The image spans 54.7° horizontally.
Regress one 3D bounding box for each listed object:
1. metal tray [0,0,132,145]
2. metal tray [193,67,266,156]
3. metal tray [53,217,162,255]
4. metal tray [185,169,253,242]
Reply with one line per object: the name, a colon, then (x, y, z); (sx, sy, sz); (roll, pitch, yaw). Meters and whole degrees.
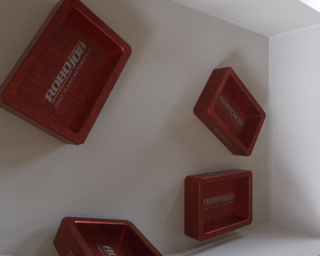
metal tray: (-0.094, -0.058, 0.325); (0.090, 0.030, 0.130); (37, 67, -34)
metal tray: (0.118, -0.024, 0.504); (0.130, 0.030, 0.090); (42, 64, -32)
metal tray: (-0.039, 0.136, 0.305); (0.091, 0.130, 0.030); (17, 97, -39)
metal tray: (0.095, 0.115, 0.486); (0.131, 0.030, 0.089); (0, 90, -40)
